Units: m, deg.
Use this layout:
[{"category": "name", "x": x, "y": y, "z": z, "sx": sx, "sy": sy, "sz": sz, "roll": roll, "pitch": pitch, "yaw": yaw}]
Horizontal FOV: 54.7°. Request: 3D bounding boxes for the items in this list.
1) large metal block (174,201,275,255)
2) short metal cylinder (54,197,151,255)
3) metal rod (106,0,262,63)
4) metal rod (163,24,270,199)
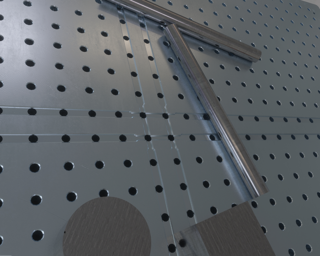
[{"category": "large metal block", "x": 0.075, "y": 0.138, "z": 0.348, "sx": 0.081, "sy": 0.050, "sz": 0.080, "roll": -12, "pitch": 68, "yaw": -33}, {"category": "short metal cylinder", "x": -0.055, "y": 0.112, "z": 0.294, "sx": 0.081, "sy": 0.050, "sz": 0.080, "roll": 14, "pitch": 56, "yaw": -21}, {"category": "metal rod", "x": 0.048, "y": -0.178, "z": 0.542, "sx": 0.302, "sy": 0.025, "sz": 0.025, "roll": 17, "pitch": 55, "yaw": -19}, {"category": "metal rod", "x": 0.078, "y": -0.036, "z": 0.472, "sx": 0.025, "sy": 0.025, "sz": 0.299, "roll": -13, "pitch": 69, "yaw": -34}]
